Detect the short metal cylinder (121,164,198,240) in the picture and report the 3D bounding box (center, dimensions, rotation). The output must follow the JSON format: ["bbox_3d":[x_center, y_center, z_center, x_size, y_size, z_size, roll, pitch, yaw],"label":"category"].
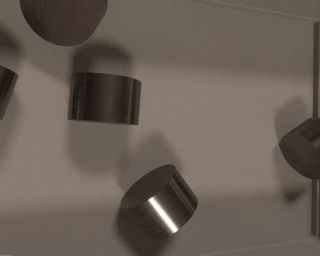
[{"bbox_3d":[-0.001,0.090,0.382,0.080,0.080,0.050,-38,103,-16],"label":"short metal cylinder"}]

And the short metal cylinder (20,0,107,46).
[{"bbox_3d":[-0.102,-0.137,0.338,0.080,0.050,0.079,2,127,2],"label":"short metal cylinder"}]

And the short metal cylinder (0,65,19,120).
[{"bbox_3d":[-0.192,-0.044,0.310,0.081,0.080,0.050,19,84,-20],"label":"short metal cylinder"}]

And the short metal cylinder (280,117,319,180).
[{"bbox_3d":[0.232,0.031,0.469,0.050,0.080,0.080,-31,101,-17],"label":"short metal cylinder"}]

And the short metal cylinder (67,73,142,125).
[{"bbox_3d":[-0.063,-0.031,0.359,0.081,0.080,0.050,5,89,-20],"label":"short metal cylinder"}]
